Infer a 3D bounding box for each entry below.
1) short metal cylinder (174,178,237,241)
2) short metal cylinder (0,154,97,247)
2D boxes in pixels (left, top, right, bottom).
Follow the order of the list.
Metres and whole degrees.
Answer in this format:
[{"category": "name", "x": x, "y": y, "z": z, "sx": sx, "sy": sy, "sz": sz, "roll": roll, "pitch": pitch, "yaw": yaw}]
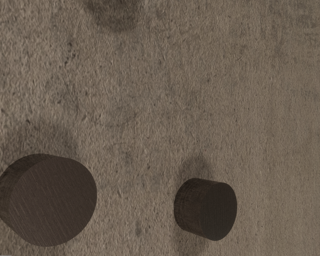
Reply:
[{"category": "short metal cylinder", "x": 0.066, "y": 0.115, "z": 0.447, "sx": 0.081, "sy": 0.050, "sz": 0.079, "roll": 0, "pitch": 90, "yaw": -40}, {"category": "short metal cylinder", "x": -0.109, "y": 0.066, "z": 0.298, "sx": 0.081, "sy": 0.050, "sz": 0.079, "roll": 0, "pitch": 90, "yaw": -40}]
